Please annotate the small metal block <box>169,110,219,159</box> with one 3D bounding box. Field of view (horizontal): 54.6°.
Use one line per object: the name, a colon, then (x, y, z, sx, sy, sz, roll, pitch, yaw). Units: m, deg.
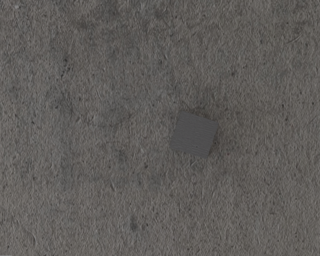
small metal block: (0.044, 0.009, 0.410, 0.050, 0.025, 0.050, 18, 90, 0)
